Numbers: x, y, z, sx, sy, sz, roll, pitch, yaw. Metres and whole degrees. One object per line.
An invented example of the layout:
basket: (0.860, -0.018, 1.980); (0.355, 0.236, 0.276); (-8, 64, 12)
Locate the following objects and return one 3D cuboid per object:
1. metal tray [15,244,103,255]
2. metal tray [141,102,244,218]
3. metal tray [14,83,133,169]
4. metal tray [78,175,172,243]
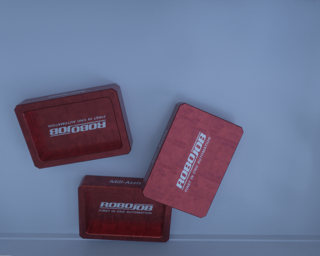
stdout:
metal tray: (-0.161, 0.237, 0.496); (0.131, 0.030, 0.089); (7, 110, -3)
metal tray: (0.041, 0.041, 0.407); (0.090, 0.030, 0.129); (23, 94, -8)
metal tray: (-0.109, -0.002, 0.406); (0.131, 0.030, 0.089); (-10, 110, 3)
metal tray: (-0.049, 0.118, 0.451); (0.131, 0.030, 0.089); (3, 110, -2)
